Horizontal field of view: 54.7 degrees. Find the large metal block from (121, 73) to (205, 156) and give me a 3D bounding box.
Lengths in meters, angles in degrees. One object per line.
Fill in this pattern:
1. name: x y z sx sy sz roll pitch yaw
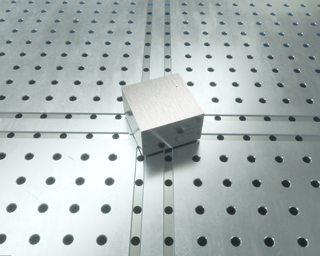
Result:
1. large metal block: 0.002 -0.019 0.404 0.081 0.050 0.080 -16 52 -14
